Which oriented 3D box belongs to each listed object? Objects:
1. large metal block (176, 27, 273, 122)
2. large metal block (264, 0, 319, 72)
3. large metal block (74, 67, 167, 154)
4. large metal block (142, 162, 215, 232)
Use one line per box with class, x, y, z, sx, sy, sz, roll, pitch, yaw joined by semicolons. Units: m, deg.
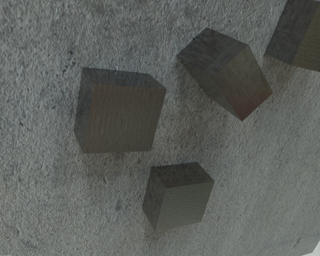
large metal block;0.077;-0.065;0.373;0.050;0.080;0.080;-44;129;2
large metal block;0.205;-0.126;0.424;0.081;0.050;0.079;4;117;-30
large metal block;-0.048;-0.019;0.352;0.081;0.050;0.079;0;118;-29
large metal block;0.026;0.102;0.468;0.081;0.050;0.079;-2;120;-27
